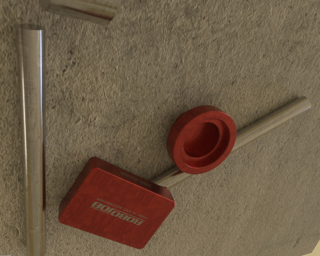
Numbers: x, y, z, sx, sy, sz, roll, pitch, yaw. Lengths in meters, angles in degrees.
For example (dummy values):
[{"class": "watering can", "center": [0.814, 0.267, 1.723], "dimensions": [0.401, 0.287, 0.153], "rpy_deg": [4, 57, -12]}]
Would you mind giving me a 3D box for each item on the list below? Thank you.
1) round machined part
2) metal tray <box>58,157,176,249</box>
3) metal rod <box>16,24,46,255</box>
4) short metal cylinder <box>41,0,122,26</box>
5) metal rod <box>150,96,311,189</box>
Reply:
[{"class": "round machined part", "center": [0.053, 0.013, 0.431], "dimensions": [0.099, 0.042, 0.097], "rpy_deg": [-12, 122, -21]}, {"class": "metal tray", "center": [-0.056, 0.105, 0.419], "dimensions": [0.131, 0.030, 0.090], "rpy_deg": [29, 103, -24]}, {"class": "metal rod", "center": [-0.143, 0.038, 0.352], "dimensions": [0.025, 0.025, 0.298], "rpy_deg": [-4, 120, -27]}, {"class": "short metal cylinder", "center": [-0.064, -0.131, 0.255], "dimensions": [0.050, 0.080, 0.079], "rpy_deg": [5, 116, -31]}, {"class": "metal rod", "center": [0.109, 0.027, 0.482], "dimensions": [0.302, 0.025, 0.025], "rpy_deg": [-28, 128, -11]}]
